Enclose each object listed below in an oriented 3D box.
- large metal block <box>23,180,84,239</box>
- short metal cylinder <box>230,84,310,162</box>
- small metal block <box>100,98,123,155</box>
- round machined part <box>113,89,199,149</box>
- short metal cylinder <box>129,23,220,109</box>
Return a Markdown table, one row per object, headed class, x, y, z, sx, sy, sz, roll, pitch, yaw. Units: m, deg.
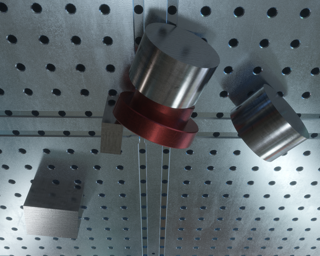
| class | x | y | z | sx | sy | sz | roll | pitch | yaw |
| --- | --- | --- | --- | --- | --- | --- | --- | --- | --- |
| large metal block | -0.171 | 0.135 | 0.507 | 0.081 | 0.050 | 0.079 | 8 | 130 | -8 |
| short metal cylinder | 0.131 | -0.006 | 0.372 | 0.080 | 0.080 | 0.050 | 33 | 123 | -25 |
| small metal block | -0.059 | -0.002 | 0.392 | 0.025 | 0.050 | 0.050 | 7 | 130 | -6 |
| round machined part | 0.000 | -0.020 | 0.351 | 0.099 | 0.098 | 0.042 | 20 | 108 | -17 |
| short metal cylinder | 0.014 | -0.065 | 0.320 | 0.081 | 0.080 | 0.050 | 17 | 128 | -14 |
